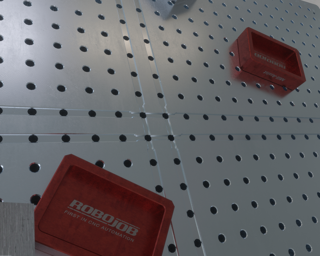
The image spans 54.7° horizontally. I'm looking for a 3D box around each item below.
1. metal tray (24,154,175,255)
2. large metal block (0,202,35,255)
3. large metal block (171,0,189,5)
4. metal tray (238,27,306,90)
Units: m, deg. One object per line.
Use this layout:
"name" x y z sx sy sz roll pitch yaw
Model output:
"metal tray" -0.057 0.094 0.316 0.131 0.030 0.090 27 52 -11
"large metal block" -0.142 0.099 0.227 0.080 0.050 0.080 30 46 -59
"large metal block" 0.038 -0.290 0.589 0.081 0.050 0.080 -34 81 -38
"metal tray" 0.216 -0.134 0.602 0.131 0.030 0.090 17 55 -19
